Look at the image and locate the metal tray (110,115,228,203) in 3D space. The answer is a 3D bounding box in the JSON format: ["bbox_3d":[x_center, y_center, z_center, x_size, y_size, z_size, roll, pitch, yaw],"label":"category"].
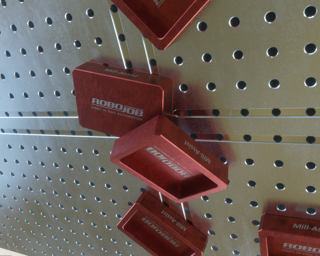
[{"bbox_3d":[0.014,0.046,0.397,0.130,0.030,0.090,38,133,-28],"label":"metal tray"}]

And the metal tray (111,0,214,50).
[{"bbox_3d":[0.014,-0.153,0.304,0.090,0.030,0.129,46,129,-4],"label":"metal tray"}]

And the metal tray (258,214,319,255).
[{"bbox_3d":[0.201,0.164,0.403,0.130,0.030,0.089,1,119,27],"label":"metal tray"}]

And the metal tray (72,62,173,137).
[{"bbox_3d":[-0.050,-0.032,0.413,0.130,0.030,0.089,14,124,19],"label":"metal tray"}]

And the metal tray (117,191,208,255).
[{"bbox_3d":[0.002,0.173,0.512,0.130,0.030,0.089,37,129,2],"label":"metal tray"}]
